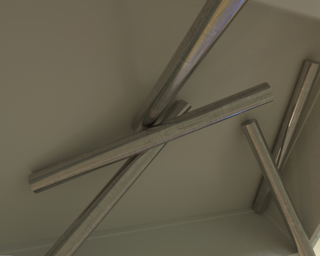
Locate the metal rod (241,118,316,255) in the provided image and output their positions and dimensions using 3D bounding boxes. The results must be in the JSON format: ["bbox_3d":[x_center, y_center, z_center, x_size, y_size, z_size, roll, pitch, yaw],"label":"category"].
[{"bbox_3d":[0.203,0.122,0.508,0.025,0.025,0.299,-29,101,-10],"label":"metal rod"}]

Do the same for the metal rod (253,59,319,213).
[{"bbox_3d":[0.216,0.029,0.543,0.025,0.025,0.298,-6,121,-25],"label":"metal rod"}]

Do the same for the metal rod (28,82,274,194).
[{"bbox_3d":[-0.010,0.011,0.371,0.301,0.025,0.025,-21,128,-1],"label":"metal rod"}]

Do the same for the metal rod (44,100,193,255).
[{"bbox_3d":[-0.060,0.081,0.375,0.300,0.025,0.025,-49,131,-14],"label":"metal rod"}]

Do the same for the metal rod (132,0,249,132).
[{"bbox_3d":[0.029,-0.068,0.274,0.025,0.025,0.298,-6,156,-26],"label":"metal rod"}]
